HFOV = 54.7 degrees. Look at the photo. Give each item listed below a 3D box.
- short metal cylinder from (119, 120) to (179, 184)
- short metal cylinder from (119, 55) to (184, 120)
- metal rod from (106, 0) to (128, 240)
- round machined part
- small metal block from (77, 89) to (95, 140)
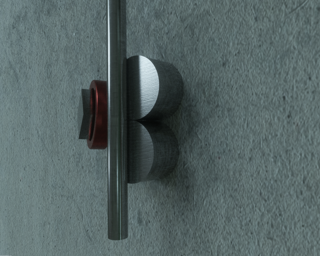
[{"bbox_3d":[-0.022,0.030,0.408,0.080,0.050,0.080,-1,89,40],"label":"short metal cylinder"},{"bbox_3d":[-0.016,-0.050,0.404,0.080,0.050,0.079,0,90,40],"label":"short metal cylinder"},{"bbox_3d":[-0.053,-0.014,0.386,0.025,0.025,0.298,-1,89,40],"label":"metal rod"},{"bbox_3d":[-0.077,-0.018,0.443,0.098,0.042,0.097,-177,90,-69],"label":"round machined part"},{"bbox_3d":[-0.100,-0.019,0.436,0.050,0.025,0.050,114,150,-42],"label":"small metal block"}]
